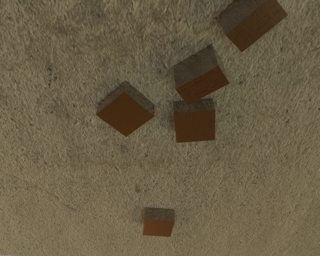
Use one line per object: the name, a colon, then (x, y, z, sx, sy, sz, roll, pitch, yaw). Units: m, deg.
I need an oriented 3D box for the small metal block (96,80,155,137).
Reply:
small metal block: (-0.043, -0.023, 0.387, 0.050, 0.025, 0.050, -35, 122, 26)

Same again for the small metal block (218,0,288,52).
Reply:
small metal block: (0.087, -0.109, 0.299, 0.025, 0.050, 0.050, 36, 121, -27)

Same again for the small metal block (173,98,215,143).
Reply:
small metal block: (0.044, -0.009, 0.400, 0.050, 0.025, 0.050, -5, 130, 3)

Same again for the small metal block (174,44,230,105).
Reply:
small metal block: (0.044, -0.059, 0.341, 0.050, 0.050, 0.025, -27, 125, 21)

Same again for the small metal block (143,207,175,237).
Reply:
small metal block: (-0.003, 0.167, 0.550, 0.050, 0.025, 0.050, 5, 130, -5)
